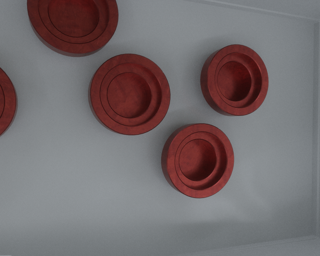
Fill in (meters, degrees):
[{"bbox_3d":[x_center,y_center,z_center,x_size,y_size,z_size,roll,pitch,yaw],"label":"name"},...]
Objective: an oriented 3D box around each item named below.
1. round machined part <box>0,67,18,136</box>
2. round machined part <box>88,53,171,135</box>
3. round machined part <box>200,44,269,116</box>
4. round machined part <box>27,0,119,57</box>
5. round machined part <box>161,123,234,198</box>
[{"bbox_3d":[-0.204,-0.028,0.326,0.099,0.042,0.097,0,90,-21],"label":"round machined part"},{"bbox_3d":[-0.040,-0.040,0.387,0.099,0.042,0.097,0,90,-21],"label":"round machined part"},{"bbox_3d":[0.101,-0.065,0.440,0.099,0.042,0.097,0,90,-21],"label":"round machined part"},{"bbox_3d":[-0.102,-0.132,0.364,0.099,0.042,0.097,0,90,-21],"label":"round machined part"},{"bbox_3d":[0.047,0.042,0.420,0.099,0.042,0.097,0,90,-21],"label":"round machined part"}]
